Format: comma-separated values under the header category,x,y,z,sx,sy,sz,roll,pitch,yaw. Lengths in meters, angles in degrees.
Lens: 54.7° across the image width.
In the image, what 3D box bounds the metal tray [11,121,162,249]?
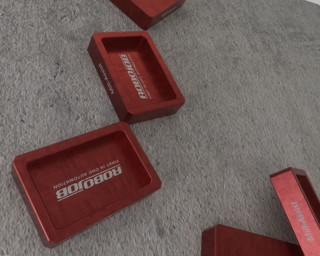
category,x,y,z,sx,sy,sz,roll,pitch,yaw
metal tray,-0.073,0.053,0.328,0.131,0.030,0.090,-21,73,-36

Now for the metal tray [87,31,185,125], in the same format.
category,x,y,z,sx,sy,sz,roll,pitch,yaw
metal tray,-0.033,-0.073,0.426,0.091,0.030,0.130,-15,69,-34

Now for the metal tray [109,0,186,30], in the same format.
category,x,y,z,sx,sy,sz,roll,pitch,yaw
metal tray,-0.018,-0.230,0.530,0.090,0.030,0.131,42,51,0

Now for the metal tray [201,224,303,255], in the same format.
category,x,y,z,sx,sy,sz,roll,pitch,yaw
metal tray,0.110,0.171,0.355,0.131,0.030,0.090,20,54,-17

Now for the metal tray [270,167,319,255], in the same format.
category,x,y,z,sx,sy,sz,roll,pitch,yaw
metal tray,0.197,0.119,0.409,0.090,0.030,0.130,15,51,-53
